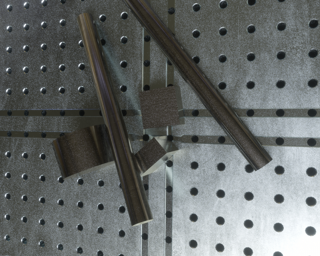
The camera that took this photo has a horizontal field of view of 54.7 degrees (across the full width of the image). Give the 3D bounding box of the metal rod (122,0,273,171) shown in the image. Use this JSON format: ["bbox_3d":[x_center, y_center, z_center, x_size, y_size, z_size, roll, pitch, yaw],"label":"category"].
[{"bbox_3d":[0.037,-0.074,0.399,0.025,0.025,0.299,-39,78,16],"label":"metal rod"}]

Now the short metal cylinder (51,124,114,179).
[{"bbox_3d":[-0.098,0.032,0.418,0.080,0.080,0.050,-22,83,18],"label":"short metal cylinder"}]

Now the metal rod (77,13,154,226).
[{"bbox_3d":[-0.064,-0.026,0.399,0.025,0.025,0.299,-26,68,18],"label":"metal rod"}]

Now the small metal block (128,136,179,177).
[{"bbox_3d":[-0.009,0.036,0.402,0.050,0.050,0.025,-42,77,15],"label":"small metal block"}]

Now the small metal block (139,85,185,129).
[{"bbox_3d":[0.003,-0.026,0.412,0.050,0.025,0.050,-8,87,19],"label":"small metal block"}]
